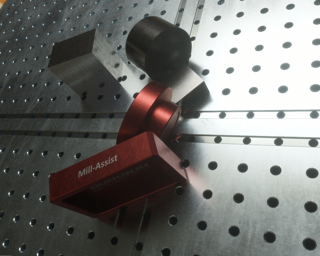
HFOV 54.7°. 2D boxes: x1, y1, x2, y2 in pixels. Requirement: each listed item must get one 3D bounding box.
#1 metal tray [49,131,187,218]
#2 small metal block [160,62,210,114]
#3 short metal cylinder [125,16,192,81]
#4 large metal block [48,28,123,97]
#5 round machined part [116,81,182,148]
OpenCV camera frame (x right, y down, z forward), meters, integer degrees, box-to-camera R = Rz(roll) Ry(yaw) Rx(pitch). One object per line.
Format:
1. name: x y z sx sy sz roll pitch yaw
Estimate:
1. metal tray: -0.046 0.059 0.353 0.130 0.090 0.030 -25 55 13
2. small metal block: 0.031 -0.055 0.426 0.050 0.025 0.050 -39 51 2
3. short metal cylinder: -0.002 -0.112 0.443 0.080 0.080 0.050 -45 51 -3
4. large metal block: -0.116 -0.101 0.496 0.080 0.080 0.050 -13 57 21
5. round machined part: -0.008 -0.004 0.375 0.042 0.098 0.098 28 76 11
